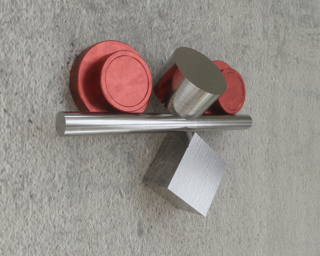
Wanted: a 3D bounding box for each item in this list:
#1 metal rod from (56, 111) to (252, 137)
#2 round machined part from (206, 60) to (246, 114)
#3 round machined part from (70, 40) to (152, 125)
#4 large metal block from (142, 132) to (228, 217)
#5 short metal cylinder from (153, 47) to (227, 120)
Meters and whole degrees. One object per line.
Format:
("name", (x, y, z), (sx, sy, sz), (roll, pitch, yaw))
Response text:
("metal rod", (0.020, -0.007, 0.395), (0.302, 0.025, 0.025), (-1, 91, -40))
("round machined part", (0.094, -0.054, 0.473), (0.099, 0.042, 0.097), (0, 90, -40))
("round machined part", (-0.048, -0.051, 0.354), (0.099, 0.042, 0.097), (0, 90, -40))
("large metal block", (0.036, 0.060, 0.417), (0.080, 0.050, 0.080), (43, 64, -32))
("short metal cylinder", (0.038, -0.057, 0.397), (0.080, 0.050, 0.080), (22, 43, -22))
